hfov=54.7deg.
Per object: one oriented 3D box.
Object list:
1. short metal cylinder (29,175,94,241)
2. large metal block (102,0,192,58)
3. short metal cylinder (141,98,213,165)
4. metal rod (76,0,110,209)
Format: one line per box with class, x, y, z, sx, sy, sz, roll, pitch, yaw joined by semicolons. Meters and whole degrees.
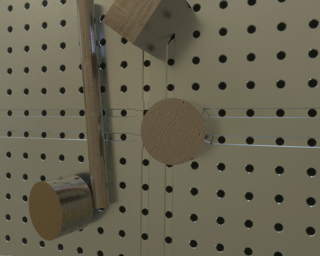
short metal cylinder;-0.140;0.110;0.437;0.080;0.050;0.079;3;95;38
large metal block;-0.013;-0.142;0.388;0.050;0.080;0.080;39;102;16
short metal cylinder;0.023;0.004;0.391;0.080;0.050;0.080;0;90;20
metal rod;-0.096;-0.037;0.446;0.025;0.025;0.298;-5;88;20
